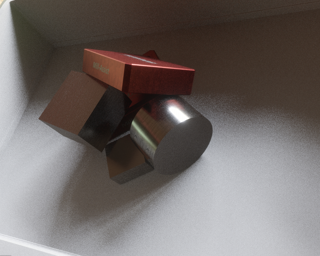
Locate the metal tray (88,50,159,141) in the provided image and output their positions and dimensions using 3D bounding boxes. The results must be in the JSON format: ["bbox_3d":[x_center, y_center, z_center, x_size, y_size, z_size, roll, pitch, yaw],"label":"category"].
[{"bbox_3d":[-0.046,-0.047,0.451,0.130,0.030,0.090,-30,52,8],"label":"metal tray"}]

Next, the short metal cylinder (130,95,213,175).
[{"bbox_3d":[0.013,0.007,0.357,0.080,0.080,0.050,-43,51,-2],"label":"short metal cylinder"}]

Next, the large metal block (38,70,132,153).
[{"bbox_3d":[-0.098,-0.024,0.411,0.080,0.050,0.080,18,71,34],"label":"large metal block"}]

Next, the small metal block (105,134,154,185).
[{"bbox_3d":[-0.040,0.038,0.400,0.050,0.025,0.050,-26,53,12],"label":"small metal block"}]

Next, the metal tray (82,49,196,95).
[{"bbox_3d":[-0.031,-0.071,0.383,0.130,0.091,0.030,31,117,52],"label":"metal tray"}]
